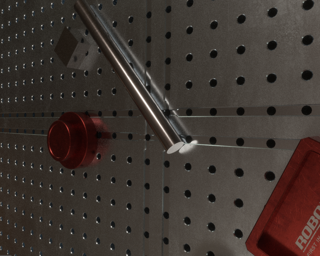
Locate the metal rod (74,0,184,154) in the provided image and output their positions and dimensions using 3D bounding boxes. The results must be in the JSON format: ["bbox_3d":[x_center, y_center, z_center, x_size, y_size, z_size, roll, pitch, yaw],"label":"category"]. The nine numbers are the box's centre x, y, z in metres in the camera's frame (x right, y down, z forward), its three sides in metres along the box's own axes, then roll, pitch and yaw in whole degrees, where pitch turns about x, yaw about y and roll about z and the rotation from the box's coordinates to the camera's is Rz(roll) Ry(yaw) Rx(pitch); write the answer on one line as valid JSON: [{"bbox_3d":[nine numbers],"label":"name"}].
[{"bbox_3d":[-0.056,-0.089,0.452,0.025,0.025,0.299,-48,62,29],"label":"metal rod"}]

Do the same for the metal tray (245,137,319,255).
[{"bbox_3d":[0.147,0.083,0.283,0.090,0.030,0.129,33,110,35],"label":"metal tray"}]

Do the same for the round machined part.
[{"bbox_3d":[-0.154,0.021,0.522,0.098,0.042,0.097,0,90,39],"label":"round machined part"}]

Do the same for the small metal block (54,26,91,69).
[{"bbox_3d":[-0.151,-0.137,0.531,0.050,0.025,0.050,50,119,28],"label":"small metal block"}]
